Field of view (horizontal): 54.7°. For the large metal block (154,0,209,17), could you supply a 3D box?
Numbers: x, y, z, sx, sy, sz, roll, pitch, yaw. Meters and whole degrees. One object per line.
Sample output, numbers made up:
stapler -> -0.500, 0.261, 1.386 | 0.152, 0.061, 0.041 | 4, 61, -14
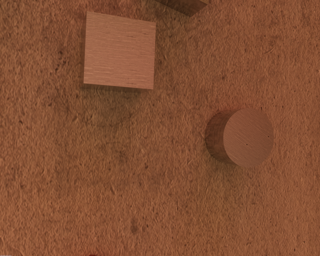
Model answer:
large metal block -> 0.027, -0.206, 0.406 | 0.081, 0.050, 0.080 | 18, 84, -19

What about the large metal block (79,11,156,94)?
large metal block -> -0.053, -0.087, 0.376 | 0.081, 0.050, 0.080 | 3, 89, -20

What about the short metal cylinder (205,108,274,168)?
short metal cylinder -> 0.111, 0.013, 0.437 | 0.081, 0.050, 0.080 | 0, 90, -20
